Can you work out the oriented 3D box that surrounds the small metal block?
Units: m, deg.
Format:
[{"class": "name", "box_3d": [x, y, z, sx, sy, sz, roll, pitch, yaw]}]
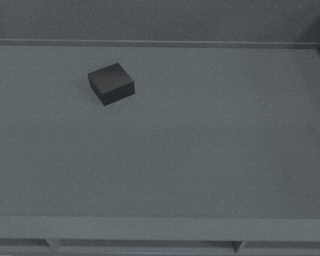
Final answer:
[{"class": "small metal block", "box_3d": [-0.072, -0.065, 0.459, 0.050, 0.025, 0.050, -26, 55, -20]}]
